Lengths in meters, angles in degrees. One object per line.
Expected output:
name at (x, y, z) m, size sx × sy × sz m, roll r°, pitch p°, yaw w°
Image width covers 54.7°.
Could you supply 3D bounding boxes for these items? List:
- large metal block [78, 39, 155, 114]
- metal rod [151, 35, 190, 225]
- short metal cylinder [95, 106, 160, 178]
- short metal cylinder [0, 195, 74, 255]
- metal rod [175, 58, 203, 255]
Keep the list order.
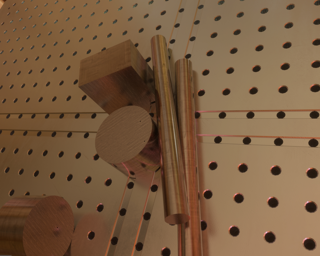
large metal block at (-0.058, -0.069, 0.446) m, size 0.080 × 0.080 × 0.050 m, roll -18°, pitch 55°, yaw 18°
metal rod at (0.007, -0.025, 0.397) m, size 0.025 × 0.025 × 0.300 m, roll -20°, pitch 47°, yaw 17°
short metal cylinder at (-0.035, 0.018, 0.400) m, size 0.080 × 0.050 × 0.080 m, roll -13°, pitch 56°, yaw 21°
short metal cylinder at (-0.152, 0.123, 0.377) m, size 0.050 × 0.080 × 0.080 m, roll -6°, pitch 59°, yaw 25°
metal rod at (0.032, 0.037, 0.368) m, size 0.025 × 0.025 × 0.299 m, roll -13°, pitch 56°, yaw 21°
